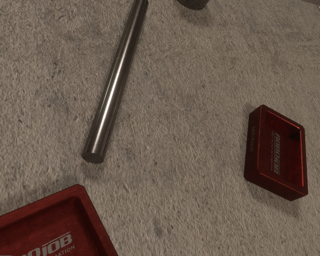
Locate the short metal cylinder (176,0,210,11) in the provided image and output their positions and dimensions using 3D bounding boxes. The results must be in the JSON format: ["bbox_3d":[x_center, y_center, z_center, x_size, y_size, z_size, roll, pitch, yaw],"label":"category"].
[{"bbox_3d":[0.066,-0.274,0.593,0.081,0.050,0.080,14,56,-21],"label":"short metal cylinder"}]

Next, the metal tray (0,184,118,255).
[{"bbox_3d":[-0.111,0.116,0.270,0.131,0.030,0.090,-20,73,-36],"label":"metal tray"}]

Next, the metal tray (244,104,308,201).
[{"bbox_3d":[0.180,0.035,0.478,0.090,0.030,0.130,26,52,-12],"label":"metal tray"}]

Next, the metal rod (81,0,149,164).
[{"bbox_3d":[-0.053,-0.087,0.429,0.025,0.025,0.300,22,53,-16],"label":"metal rod"}]
